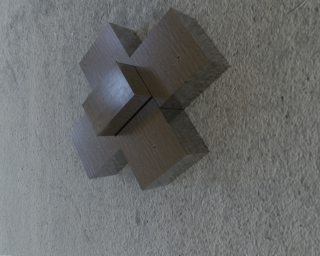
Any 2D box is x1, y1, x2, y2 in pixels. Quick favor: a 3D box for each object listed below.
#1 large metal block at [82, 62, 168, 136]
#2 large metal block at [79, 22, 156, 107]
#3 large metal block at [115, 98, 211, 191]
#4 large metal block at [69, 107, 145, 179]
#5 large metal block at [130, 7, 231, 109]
[{"bbox_3d":[-0.039,-0.033,0.400,0.080,0.081,0.050,-44,64,31],"label":"large metal block"},{"bbox_3d":[-0.059,-0.085,0.435,0.080,0.050,0.080,-44,64,31],"label":"large metal block"},{"bbox_3d":[0.001,0.020,0.386,0.080,0.050,0.080,-44,64,31],"label":"large metal block"},{"bbox_3d":[-0.077,0.017,0.451,0.080,0.050,0.080,-44,64,31],"label":"large metal block"},{"bbox_3d":[0.022,-0.079,0.370,0.080,0.050,0.080,-44,64,31],"label":"large metal block"}]
